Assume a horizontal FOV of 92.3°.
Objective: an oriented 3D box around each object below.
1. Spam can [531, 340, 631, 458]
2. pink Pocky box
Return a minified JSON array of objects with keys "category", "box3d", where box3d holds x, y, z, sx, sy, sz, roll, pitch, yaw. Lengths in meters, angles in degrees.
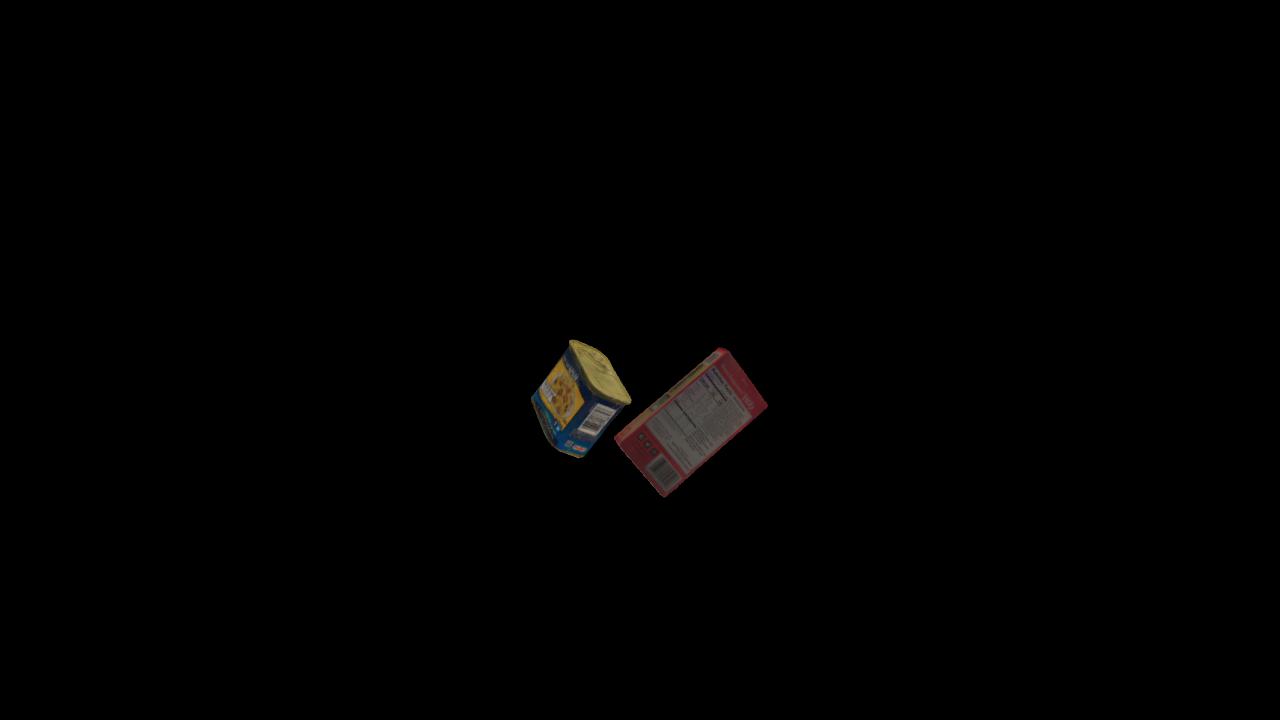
[{"category":"Spam can","box3d":[-0.067,0.042,0.667,0.058,0.085,0.101,25,21,-38]},{"category":"pink Pocky box","box3d":[0.056,0.067,0.666,0.155,0.084,0.029,-40,19,-6]}]
